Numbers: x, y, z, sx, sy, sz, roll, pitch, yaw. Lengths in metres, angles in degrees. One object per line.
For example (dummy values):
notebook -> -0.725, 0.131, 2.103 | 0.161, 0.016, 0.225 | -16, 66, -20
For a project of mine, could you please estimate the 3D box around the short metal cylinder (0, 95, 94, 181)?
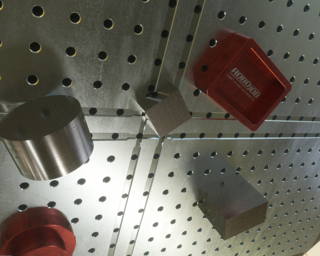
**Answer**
short metal cylinder -> -0.115, 0.008, 0.319 | 0.081, 0.080, 0.050 | -21, 127, -16

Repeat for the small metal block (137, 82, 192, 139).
small metal block -> 0.007, -0.023, 0.403 | 0.050, 0.025, 0.050 | -34, 129, -6

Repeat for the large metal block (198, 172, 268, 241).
large metal block -> 0.121, 0.129, 0.525 | 0.081, 0.080, 0.050 | -17, 125, -19

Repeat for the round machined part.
round machined part -> -0.163, 0.168, 0.416 | 0.099, 0.042, 0.097 | -14, 125, -21

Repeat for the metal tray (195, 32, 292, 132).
metal tray -> 0.122, -0.060, 0.439 | 0.130, 0.030, 0.090 | 31, 101, -39
